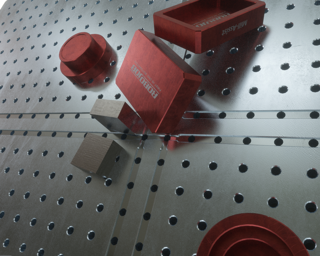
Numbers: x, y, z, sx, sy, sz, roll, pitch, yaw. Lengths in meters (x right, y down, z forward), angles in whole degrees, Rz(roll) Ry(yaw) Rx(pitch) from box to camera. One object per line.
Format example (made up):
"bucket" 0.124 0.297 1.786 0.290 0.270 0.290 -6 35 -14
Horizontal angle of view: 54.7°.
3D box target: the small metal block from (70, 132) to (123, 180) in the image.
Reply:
"small metal block" -0.088 0.038 0.431 0.050 0.025 0.050 14 69 33

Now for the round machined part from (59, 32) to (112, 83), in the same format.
"round machined part" -0.139 -0.131 0.551 0.098 0.042 0.098 -13 56 21

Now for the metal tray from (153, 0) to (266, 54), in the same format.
"metal tray" 0.068 -0.150 0.425 0.131 0.030 0.090 -30 46 -27

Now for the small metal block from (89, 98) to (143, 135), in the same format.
"small metal block" -0.061 -0.015 0.434 0.050 0.050 0.025 9 66 32

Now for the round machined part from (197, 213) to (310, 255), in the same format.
"round machined part" 0.084 0.129 0.274 0.098 0.042 0.098 -13 56 21

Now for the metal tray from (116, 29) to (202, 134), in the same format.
"metal tray" -0.009 -0.065 0.420 0.130 0.030 0.089 52 126 39
